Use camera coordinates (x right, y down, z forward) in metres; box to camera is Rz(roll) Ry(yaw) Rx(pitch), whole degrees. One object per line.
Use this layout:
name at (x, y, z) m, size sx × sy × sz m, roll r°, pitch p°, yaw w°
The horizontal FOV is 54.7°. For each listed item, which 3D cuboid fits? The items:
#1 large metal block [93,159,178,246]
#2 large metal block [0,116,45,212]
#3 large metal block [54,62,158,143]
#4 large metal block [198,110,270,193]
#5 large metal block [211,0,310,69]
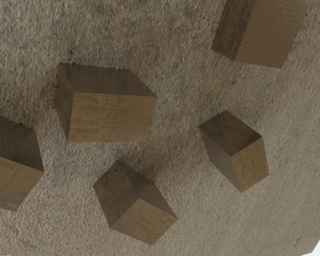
large metal block at (-0.034, 0.099, 0.414) m, size 0.050 × 0.080 × 0.080 m, roll -47°, pitch 129°, yaw 4°
large metal block at (-0.166, 0.025, 0.296) m, size 0.080 × 0.080 × 0.050 m, roll 31°, pitch 101°, yaw -38°
large metal block at (-0.060, -0.027, 0.322) m, size 0.081 × 0.080 × 0.050 m, roll 0°, pitch 118°, yaw -29°
large metal block at (0.107, 0.033, 0.450) m, size 0.050 × 0.080 × 0.080 m, roll -31°, pitch 129°, yaw -8°
large metal block at (0.121, -0.123, 0.380) m, size 0.081 × 0.050 × 0.079 m, roll 1°, pitch 118°, yaw -29°
